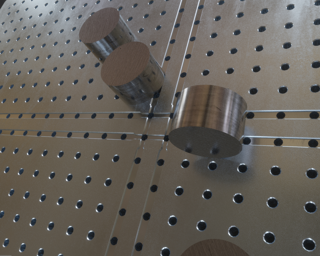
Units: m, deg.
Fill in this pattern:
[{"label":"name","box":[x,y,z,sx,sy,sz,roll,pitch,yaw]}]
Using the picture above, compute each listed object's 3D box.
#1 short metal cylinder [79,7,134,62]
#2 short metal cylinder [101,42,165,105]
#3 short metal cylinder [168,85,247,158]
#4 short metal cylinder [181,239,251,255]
[{"label":"short metal cylinder","box":[-0.092,-0.162,0.540,0.080,0.050,0.080,-13,56,21]},{"label":"short metal cylinder","box":[-0.040,-0.082,0.463,0.080,0.050,0.080,-13,56,21]},{"label":"short metal cylinder","box":[0.054,-0.005,0.348,0.080,0.080,0.050,0,62,28]},{"label":"short metal cylinder","box":[0.055,0.145,0.274,0.080,0.050,0.080,-13,56,21]}]
